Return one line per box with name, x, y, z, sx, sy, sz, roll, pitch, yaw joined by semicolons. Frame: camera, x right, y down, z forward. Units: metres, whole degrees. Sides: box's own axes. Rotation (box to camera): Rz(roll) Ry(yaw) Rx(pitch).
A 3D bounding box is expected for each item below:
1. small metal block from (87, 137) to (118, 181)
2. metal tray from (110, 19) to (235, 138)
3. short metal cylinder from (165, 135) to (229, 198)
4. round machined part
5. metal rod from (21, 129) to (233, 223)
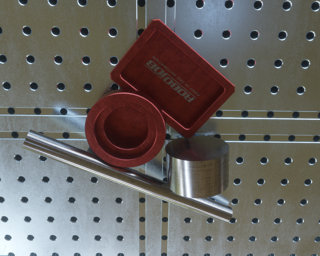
small metal block;-0.076;0.040;0.427;0.050;0.025;0.050;27;108;-10
metal tray;0.016;-0.060;0.388;0.130;0.030;0.090;38;105;-13
short metal cylinder;0.048;0.047;0.401;0.081;0.080;0.050;-4;110;1
round machined part;-0.041;-0.002;0.394;0.099;0.042;0.097;0;110;1
metal rod;-0.030;0.072;0.418;0.302;0.025;0.025;24;108;-18
